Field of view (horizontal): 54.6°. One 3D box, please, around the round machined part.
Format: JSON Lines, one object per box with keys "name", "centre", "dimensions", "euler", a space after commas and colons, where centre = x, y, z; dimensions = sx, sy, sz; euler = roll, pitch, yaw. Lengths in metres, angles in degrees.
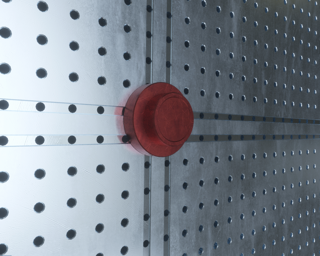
{"name": "round machined part", "centre": [0.006, -0.011, 0.402], "dimensions": [0.099, 0.042, 0.097], "euler": [0, 90, -40]}
